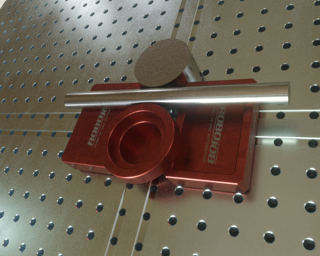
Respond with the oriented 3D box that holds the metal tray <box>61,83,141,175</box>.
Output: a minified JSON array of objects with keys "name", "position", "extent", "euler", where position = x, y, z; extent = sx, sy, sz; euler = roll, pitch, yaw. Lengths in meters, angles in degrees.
[{"name":"metal tray","position":[-0.075,-0.002,0.439],"extent":[0.090,0.030,0.130],"euler":[3,63,29]}]

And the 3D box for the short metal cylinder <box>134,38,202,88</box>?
[{"name":"short metal cylinder","position":[0.012,-0.076,0.427],"extent":[0.080,0.050,0.080],"euler":[-13,56,21]}]

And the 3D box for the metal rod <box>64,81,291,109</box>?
[{"name":"metal rod","position":[0.000,-0.038,0.387],"extent":[0.300,0.025,0.025],"euler":[1,62,28]}]

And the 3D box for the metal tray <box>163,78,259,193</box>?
[{"name":"metal tray","position":[0.063,0.005,0.363],"extent":[0.090,0.030,0.130],"euler":[1,62,28]}]

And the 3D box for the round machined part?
[{"name":"round machined part","position":[-0.020,0.022,0.378],"extent":[0.098,0.042,0.098],"euler":[-13,56,21]}]
